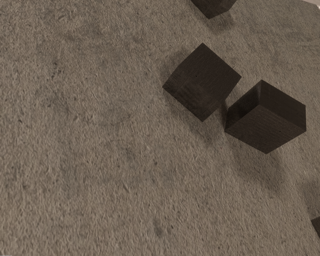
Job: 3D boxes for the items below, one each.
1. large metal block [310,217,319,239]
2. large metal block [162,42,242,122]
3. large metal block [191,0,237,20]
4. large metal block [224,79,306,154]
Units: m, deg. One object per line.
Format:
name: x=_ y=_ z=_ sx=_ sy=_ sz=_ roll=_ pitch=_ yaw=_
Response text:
large metal block: x=0.275 y=0.151 z=0.428 sx=0.050 sy=0.080 sz=0.080 roll=-7 pitch=66 yaw=-32
large metal block: x=0.064 y=-0.070 z=0.467 sx=0.080 sy=0.050 sz=0.080 roll=41 pitch=51 yaw=0
large metal block: x=0.104 y=-0.271 z=0.612 sx=0.080 sy=0.050 sz=0.081 roll=49 pitch=51 yaw=6
large metal block: x=0.156 y=-0.014 z=0.464 sx=0.080 sy=0.080 sz=0.050 roll=27 pitch=52 yaw=-12
